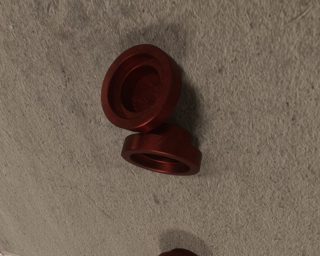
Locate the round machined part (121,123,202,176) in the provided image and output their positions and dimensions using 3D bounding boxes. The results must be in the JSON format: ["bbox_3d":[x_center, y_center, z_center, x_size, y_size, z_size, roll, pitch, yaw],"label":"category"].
[{"bbox_3d":[0.004,0.025,0.388,0.099,0.042,0.098,11,159,5],"label":"round machined part"}]

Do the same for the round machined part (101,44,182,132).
[{"bbox_3d":[-0.017,-0.042,0.356,0.098,0.042,0.098,-9,73,32],"label":"round machined part"}]

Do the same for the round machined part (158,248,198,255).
[{"bbox_3d":[0.039,0.245,0.525,0.098,0.042,0.097,13,124,20],"label":"round machined part"}]
